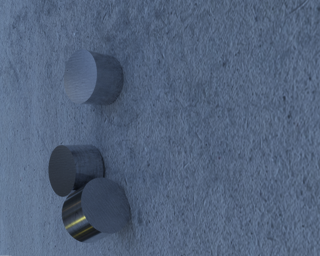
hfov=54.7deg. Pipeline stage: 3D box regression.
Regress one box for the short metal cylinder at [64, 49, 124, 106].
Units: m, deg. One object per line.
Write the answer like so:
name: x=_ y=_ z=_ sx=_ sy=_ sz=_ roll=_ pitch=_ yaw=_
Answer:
short metal cylinder: x=-0.102 y=-0.075 z=0.473 sx=0.080 sy=0.050 sz=0.080 roll=0 pitch=90 yaw=40

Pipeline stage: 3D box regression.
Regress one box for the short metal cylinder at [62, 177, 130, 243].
short metal cylinder: x=-0.091 y=0.118 z=0.445 sx=0.050 sy=0.081 sz=0.080 roll=-35 pitch=69 yaw=35

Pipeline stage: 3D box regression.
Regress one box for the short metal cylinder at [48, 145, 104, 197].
short metal cylinder: x=-0.136 y=0.067 z=0.499 sx=0.080 sy=0.050 sz=0.080 roll=-2 pitch=87 yaw=42
